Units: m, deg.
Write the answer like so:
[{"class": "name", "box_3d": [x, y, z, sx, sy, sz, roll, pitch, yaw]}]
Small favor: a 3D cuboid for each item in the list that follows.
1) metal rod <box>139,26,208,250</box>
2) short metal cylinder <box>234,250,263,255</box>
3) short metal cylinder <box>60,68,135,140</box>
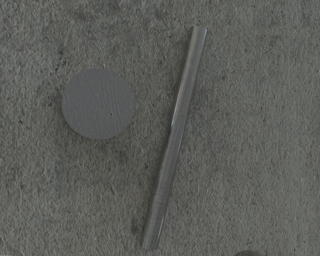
[{"class": "metal rod", "box_3d": [0.019, 0.009, 0.416, 0.025, 0.025, 0.299, 15, 85, -20]}, {"class": "short metal cylinder", "box_3d": [0.138, 0.226, 0.448, 0.081, 0.050, 0.080, 0, 90, -20]}, {"class": "short metal cylinder", "box_3d": [-0.076, -0.027, 0.368, 0.081, 0.050, 0.080, 0, 90, -20]}]
